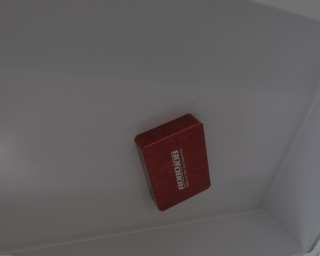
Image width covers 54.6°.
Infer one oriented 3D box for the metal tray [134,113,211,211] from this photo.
[{"bbox_3d":[0.023,0.053,0.450,0.091,0.030,0.129,-23,127,-14],"label":"metal tray"}]
